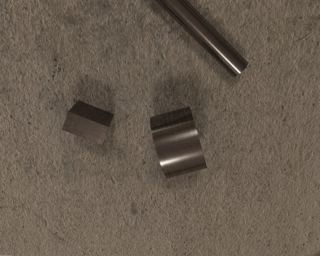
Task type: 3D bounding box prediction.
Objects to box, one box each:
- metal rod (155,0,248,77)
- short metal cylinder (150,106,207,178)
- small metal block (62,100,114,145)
[{"bbox_3d":[-0.011,-0.167,0.347,0.300,0.025,0.025,41,105,-14],"label":"metal rod"},{"bbox_3d":[0.024,0.018,0.387,0.050,0.080,0.080,-16,110,5],"label":"short metal cylinder"},{"bbox_3d":[-0.089,-0.008,0.392,0.050,0.050,0.025,22,109,-8],"label":"small metal block"}]
